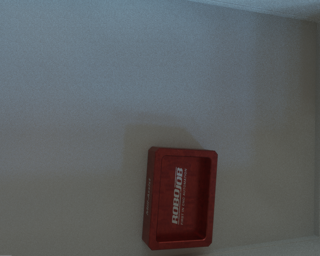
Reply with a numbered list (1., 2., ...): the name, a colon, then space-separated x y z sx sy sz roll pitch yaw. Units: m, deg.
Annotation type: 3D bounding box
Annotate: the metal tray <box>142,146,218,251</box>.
1. metal tray: 0.027 0.092 0.417 0.091 0.030 0.129 5 89 -20
